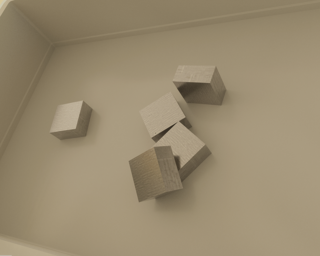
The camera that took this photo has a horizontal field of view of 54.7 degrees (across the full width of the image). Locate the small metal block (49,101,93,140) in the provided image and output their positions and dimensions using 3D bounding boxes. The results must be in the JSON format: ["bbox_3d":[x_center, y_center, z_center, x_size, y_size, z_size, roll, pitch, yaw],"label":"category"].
[{"bbox_3d":[-0.138,-0.012,0.483,0.050,0.025,0.050,-8,58,23],"label":"small metal block"}]

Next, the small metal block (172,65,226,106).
[{"bbox_3d":[0.051,-0.054,0.395,0.050,0.050,0.025,8,66,31],"label":"small metal block"}]

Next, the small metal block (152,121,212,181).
[{"bbox_3d":[0.025,0.028,0.375,0.050,0.025,0.050,-44,52,-3],"label":"small metal block"}]

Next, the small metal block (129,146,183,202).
[{"bbox_3d":[-0.006,0.053,0.353,0.050,0.025,0.050,-32,67,43],"label":"small metal block"}]

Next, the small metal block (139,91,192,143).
[{"bbox_3d":[0.007,-0.012,0.408,0.050,0.025,0.050,-31,52,7],"label":"small metal block"}]
